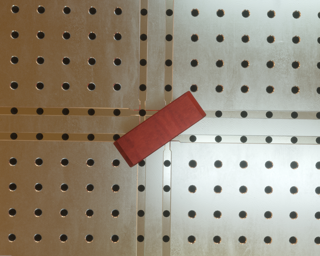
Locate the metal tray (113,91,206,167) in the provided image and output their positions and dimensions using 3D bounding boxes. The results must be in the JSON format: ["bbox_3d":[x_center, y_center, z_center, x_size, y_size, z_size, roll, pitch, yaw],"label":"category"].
[{"bbox_3d":[0.000,0.001,0.361,0.090,0.130,0.030,-35,90,0],"label":"metal tray"}]
